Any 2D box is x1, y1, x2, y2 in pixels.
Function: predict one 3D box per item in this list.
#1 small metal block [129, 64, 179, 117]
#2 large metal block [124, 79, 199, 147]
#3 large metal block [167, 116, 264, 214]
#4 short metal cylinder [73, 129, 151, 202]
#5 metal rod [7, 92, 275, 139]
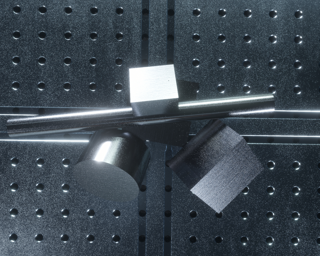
[{"bbox_3d":[-0.007,-0.042,0.348,0.050,0.025,0.050,-6,55,0],"label":"small metal block"},{"bbox_3d":[0.000,-0.023,0.397,0.080,0.050,0.080,11,90,0],"label":"large metal block"},{"bbox_3d":[0.069,0.046,0.376,0.080,0.050,0.080,-45,134,0],"label":"large metal block"},{"bbox_3d":[-0.057,0.046,0.376,0.080,0.079,0.050,19,47,0],"label":"short metal cylinder"},{"bbox_3d":[-0.021,-0.014,0.360,0.302,0.025,0.025,-6,90,0],"label":"metal rod"}]
